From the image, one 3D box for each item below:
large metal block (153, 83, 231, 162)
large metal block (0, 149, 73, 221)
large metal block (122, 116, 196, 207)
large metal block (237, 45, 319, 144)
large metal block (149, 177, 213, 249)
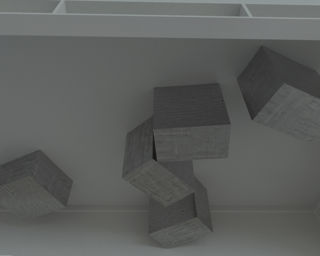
[{"bbox_3d":[0.035,-0.008,0.367,0.080,0.080,0.050,-4,130,2],"label":"large metal block"},{"bbox_3d":[-0.193,0.088,0.465,0.080,0.050,0.080,-20,128,16],"label":"large metal block"},{"bbox_3d":[0.000,0.044,0.410,0.050,0.080,0.080,-35,122,25],"label":"large metal block"},{"bbox_3d":[0.141,-0.038,0.343,0.081,0.080,0.050,19,127,-16],"label":"large metal block"},{"bbox_3d":[0.030,0.129,0.483,0.080,0.080,0.050,-26,126,20],"label":"large metal block"}]
